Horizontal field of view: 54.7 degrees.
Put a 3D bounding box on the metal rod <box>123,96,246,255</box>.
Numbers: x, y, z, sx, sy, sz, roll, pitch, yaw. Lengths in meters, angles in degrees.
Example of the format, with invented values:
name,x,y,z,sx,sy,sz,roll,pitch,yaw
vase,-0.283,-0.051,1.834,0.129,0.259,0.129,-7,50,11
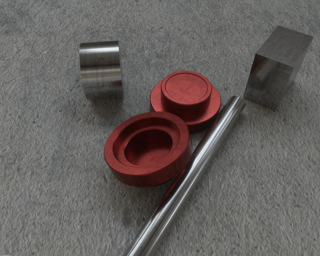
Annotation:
name,x,y,z,sx,sy,sz,roll,pitch,yaw
metal rod,0.028,0.063,0.350,0.025,0.025,0.301,25,54,20

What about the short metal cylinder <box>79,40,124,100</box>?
name,x,y,z,sx,sy,sz,roll,pitch,yaw
short metal cylinder,-0.079,-0.080,0.435,0.050,0.080,0.080,-5,50,-4

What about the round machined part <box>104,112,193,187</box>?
name,x,y,z,sx,sy,sz,roll,pitch,yaw
round machined part,-0.011,0.028,0.358,0.098,0.042,0.098,-10,42,9

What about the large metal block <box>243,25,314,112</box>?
name,x,y,z,sx,sy,sz,roll,pitch,yaw
large metal block,0.166,-0.085,0.440,0.050,0.080,0.080,28,55,21

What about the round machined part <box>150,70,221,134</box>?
name,x,y,z,sx,sy,sz,roll,pitch,yaw
round machined part,0.035,-0.042,0.428,0.099,0.042,0.098,0,50,0
